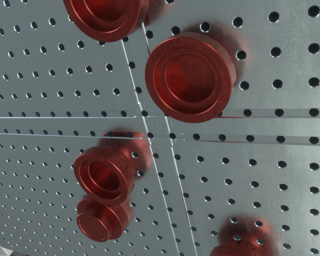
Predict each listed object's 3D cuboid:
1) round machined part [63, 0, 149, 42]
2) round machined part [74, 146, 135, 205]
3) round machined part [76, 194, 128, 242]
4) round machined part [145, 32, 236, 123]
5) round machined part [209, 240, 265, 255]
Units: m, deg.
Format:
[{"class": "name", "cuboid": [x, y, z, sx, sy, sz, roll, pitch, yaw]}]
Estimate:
[{"class": "round machined part", "cuboid": [-0.055, -0.148, 0.339, 0.098, 0.042, 0.097, 13, 124, 21]}, {"class": "round machined part", "cuboid": [-0.082, 0.070, 0.488, 0.098, 0.042, 0.097, 13, 124, 21]}, {"class": "round machined part", "cuboid": [-0.111, 0.168, 0.564, 0.098, 0.042, 0.097, 13, 124, 21]}, {"class": "round machined part", "cuboid": [0.036, -0.058, 0.346, 0.098, 0.042, 0.097, 13, 124, 21]}, {"class": "round machined part", "cuboid": [0.122, 0.209, 0.465, 0.098, 0.042, 0.097, 13, 124, 21]}]
